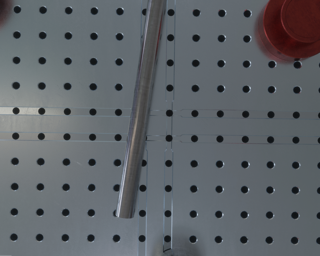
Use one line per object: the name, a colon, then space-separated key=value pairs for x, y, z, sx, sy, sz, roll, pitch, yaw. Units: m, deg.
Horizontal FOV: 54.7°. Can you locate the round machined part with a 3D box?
round machined part: x=0.185 y=-0.141 z=0.406 sx=0.099 sy=0.042 sz=0.097 roll=0 pitch=90 yaw=0

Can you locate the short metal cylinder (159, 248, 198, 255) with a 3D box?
short metal cylinder: x=0.025 y=0.206 z=0.401 sx=0.081 sy=0.050 sz=0.079 roll=0 pitch=90 yaw=0

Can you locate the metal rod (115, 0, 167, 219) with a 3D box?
metal rod: x=-0.025 y=-0.031 z=0.413 sx=0.025 sy=0.025 sz=0.298 roll=9 pitch=90 yaw=0
